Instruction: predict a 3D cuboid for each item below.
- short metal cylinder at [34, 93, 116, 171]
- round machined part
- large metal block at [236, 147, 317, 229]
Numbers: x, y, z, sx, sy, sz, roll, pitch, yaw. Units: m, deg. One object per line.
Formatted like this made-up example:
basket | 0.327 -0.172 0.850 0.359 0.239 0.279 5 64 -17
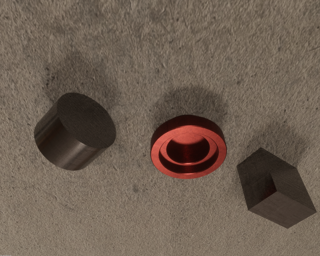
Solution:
short metal cylinder | -0.101 0.004 0.373 0.080 0.080 0.050 35 122 -26
round machined part | 0.037 0.021 0.414 0.099 0.042 0.097 -1 130 0
large metal block | 0.165 0.086 0.447 0.080 0.080 0.050 28 124 -22
